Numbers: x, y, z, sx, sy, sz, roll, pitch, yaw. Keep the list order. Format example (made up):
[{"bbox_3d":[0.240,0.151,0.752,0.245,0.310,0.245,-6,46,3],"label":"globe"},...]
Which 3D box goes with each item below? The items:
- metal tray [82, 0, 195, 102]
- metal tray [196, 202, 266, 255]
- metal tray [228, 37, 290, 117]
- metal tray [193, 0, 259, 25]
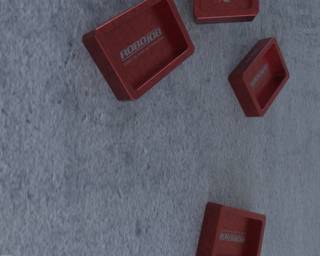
[{"bbox_3d":[-0.020,-0.104,0.386,0.131,0.030,0.090,-44,117,-31],"label":"metal tray"},{"bbox_3d":[0.120,0.177,0.505,0.131,0.030,0.090,22,76,-38],"label":"metal tray"},{"bbox_3d":[0.182,-0.092,0.556,0.131,0.030,0.090,-48,119,-30],"label":"metal tray"},{"bbox_3d":[0.092,-0.220,0.444,0.030,0.091,0.129,-19,107,-84],"label":"metal tray"}]
